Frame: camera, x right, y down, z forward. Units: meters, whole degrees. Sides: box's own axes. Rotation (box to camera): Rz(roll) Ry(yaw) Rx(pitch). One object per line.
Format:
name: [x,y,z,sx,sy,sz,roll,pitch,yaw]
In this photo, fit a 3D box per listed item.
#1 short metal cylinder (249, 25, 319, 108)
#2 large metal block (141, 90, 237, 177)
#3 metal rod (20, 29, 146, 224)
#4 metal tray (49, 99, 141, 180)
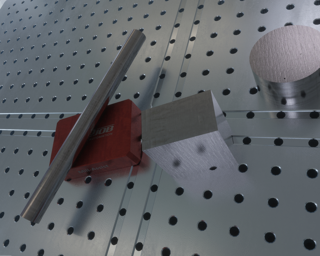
short metal cylinder: [0.149,-0.071,0.357,0.080,0.050,0.080,-13,56,21]
large metal block: [0.034,0.011,0.349,0.080,0.080,0.050,-16,55,19]
metal rod: [-0.097,-0.015,0.428,0.025,0.025,0.300,15,69,34]
metal tray: [-0.092,0.018,0.443,0.130,0.030,0.090,-14,56,20]
